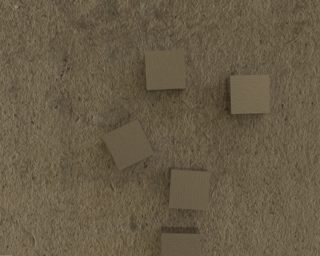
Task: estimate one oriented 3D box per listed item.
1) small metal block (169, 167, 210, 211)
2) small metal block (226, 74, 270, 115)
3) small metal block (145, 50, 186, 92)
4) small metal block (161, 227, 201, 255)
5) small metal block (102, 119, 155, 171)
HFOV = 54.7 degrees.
[{"bbox_3d":[0.038,0.080,0.410,0.050,0.025,0.050,4,90,0],"label":"small metal block"},{"bbox_3d":[0.116,-0.043,0.411,0.050,0.025,0.050,-2,90,0],"label":"small metal block"},{"bbox_3d":[0.007,-0.075,0.410,0.050,0.025,0.050,-3,90,0],"label":"small metal block"},{"bbox_3d":[0.026,0.160,0.410,0.050,0.025,0.050,1,90,0],"label":"small metal block"},{"bbox_3d":[-0.040,0.022,0.410,0.050,0.025,0.050,-26,90,0],"label":"small metal block"}]
